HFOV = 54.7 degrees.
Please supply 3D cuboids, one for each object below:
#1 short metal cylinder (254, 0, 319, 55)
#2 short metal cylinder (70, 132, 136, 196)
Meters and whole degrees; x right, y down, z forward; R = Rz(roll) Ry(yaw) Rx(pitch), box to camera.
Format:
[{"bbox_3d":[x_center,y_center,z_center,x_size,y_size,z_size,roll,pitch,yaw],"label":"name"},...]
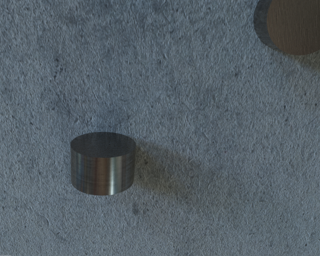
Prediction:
[{"bbox_3d":[0.153,-0.126,0.351,0.081,0.050,0.079,0,110,0],"label":"short metal cylinder"},{"bbox_3d":[-0.072,0.043,0.395,0.081,0.080,0.050,5,110,-2],"label":"short metal cylinder"}]
